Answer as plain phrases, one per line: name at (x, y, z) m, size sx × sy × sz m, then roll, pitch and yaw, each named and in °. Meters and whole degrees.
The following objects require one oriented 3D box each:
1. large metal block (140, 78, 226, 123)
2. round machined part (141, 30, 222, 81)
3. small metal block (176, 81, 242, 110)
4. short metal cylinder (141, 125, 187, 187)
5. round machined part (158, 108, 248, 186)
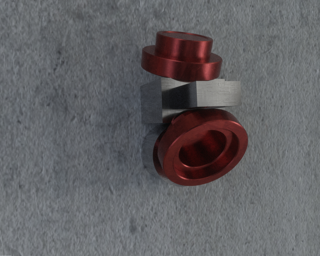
large metal block at (0.026, -0.032, 0.391) m, size 0.081 × 0.080 × 0.050 m, roll -2°, pitch 91°, yaw -20°
round machined part at (0.027, -0.092, 0.378) m, size 0.099 × 0.098 × 0.042 m, roll -2°, pitch 116°, yaw -20°
small metal block at (0.051, -0.034, 0.331) m, size 0.050 × 0.050 × 0.025 m, roll -3°, pitch 91°, yaw -20°
short metal cylinder at (0.020, 0.033, 0.407) m, size 0.081 × 0.050 × 0.079 m, roll 0°, pitch 90°, yaw -21°
round machined part at (0.044, 0.017, 0.348) m, size 0.099 × 0.042 × 0.097 m, roll -11°, pitch 132°, yaw -13°
